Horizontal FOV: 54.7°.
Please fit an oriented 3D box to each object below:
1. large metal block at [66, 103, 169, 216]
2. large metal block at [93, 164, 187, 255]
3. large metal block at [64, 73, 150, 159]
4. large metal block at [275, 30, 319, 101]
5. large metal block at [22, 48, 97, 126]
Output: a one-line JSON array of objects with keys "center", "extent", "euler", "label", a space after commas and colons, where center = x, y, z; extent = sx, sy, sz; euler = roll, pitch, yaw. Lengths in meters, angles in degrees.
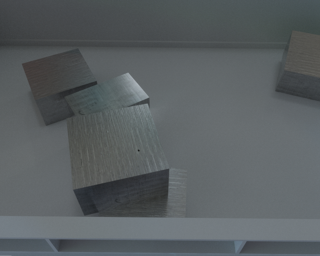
[{"center": [-0.041, 0.028, 0.300], "extent": [0.081, 0.050, 0.080], "euler": [-11, 51, -10], "label": "large metal block"}, {"center": [-0.015, 0.086, 0.317], "extent": [0.080, 0.050, 0.080], "euler": [4, 50, 3], "label": "large metal block"}, {"center": [-0.059, -0.009, 0.376], "extent": [0.081, 0.080, 0.050], "euler": [-25, 55, -20], "label": "large metal block"}, {"center": [0.224, -0.091, 0.459], "extent": [0.080, 0.050, 0.080], "euler": [15, 63, 12], "label": "large metal block"}, {"center": [-0.138, -0.060, 0.437], "extent": [0.081, 0.050, 0.080], "euler": [-21, 53, -17], "label": "large metal block"}]
